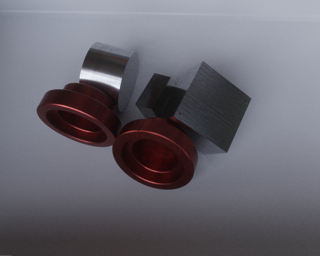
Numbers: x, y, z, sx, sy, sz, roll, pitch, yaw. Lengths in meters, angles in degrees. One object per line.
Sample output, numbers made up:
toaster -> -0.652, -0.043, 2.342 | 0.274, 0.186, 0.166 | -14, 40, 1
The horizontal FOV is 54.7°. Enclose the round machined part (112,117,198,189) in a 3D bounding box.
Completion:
round machined part -> -0.003, 0.026, 0.367 | 0.098, 0.097, 0.042 | 19, 46, 6

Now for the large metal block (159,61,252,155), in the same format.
large metal block -> 0.055, -0.022, 0.389 | 0.080, 0.050, 0.080 | 34, 71, -16

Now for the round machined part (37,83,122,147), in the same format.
round machined part -> -0.093, -0.018, 0.377 | 0.098, 0.098, 0.042 | 16, 64, 5

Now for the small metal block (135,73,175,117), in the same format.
small metal block -> -0.001, -0.035, 0.406 | 0.025, 0.050, 0.050 | 20, 70, 28

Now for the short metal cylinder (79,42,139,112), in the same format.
short metal cylinder -> -0.064, -0.066, 0.404 | 0.050, 0.080, 0.080 | 16, 71, 5
